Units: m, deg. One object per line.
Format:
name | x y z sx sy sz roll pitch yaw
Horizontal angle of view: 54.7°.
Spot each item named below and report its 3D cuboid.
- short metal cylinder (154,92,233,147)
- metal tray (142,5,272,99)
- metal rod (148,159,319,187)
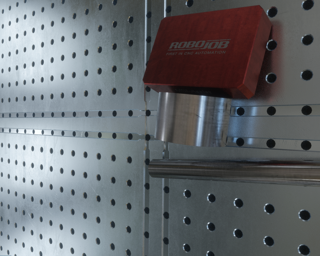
short metal cylinder | 0.036 -0.011 0.342 0.080 0.081 0.050 10 97 39
metal tray | 0.048 -0.083 0.348 0.130 0.030 0.090 9 79 39
metal rod | 0.109 0.045 0.318 0.300 0.025 0.025 -4 87 39
